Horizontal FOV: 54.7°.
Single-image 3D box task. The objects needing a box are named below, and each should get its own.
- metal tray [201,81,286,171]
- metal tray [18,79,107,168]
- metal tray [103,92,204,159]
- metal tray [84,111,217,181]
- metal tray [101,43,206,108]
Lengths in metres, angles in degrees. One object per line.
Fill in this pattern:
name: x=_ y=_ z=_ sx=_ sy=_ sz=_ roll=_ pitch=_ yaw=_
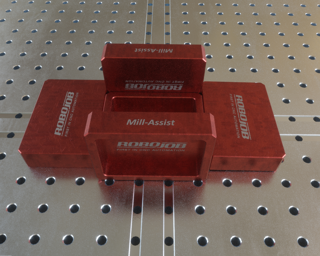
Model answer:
metal tray: x=0.102 y=-0.007 z=0.409 sx=0.091 sy=0.030 sz=0.130 roll=2 pitch=50 yaw=-1
metal tray: x=-0.120 y=-0.010 z=0.411 sx=0.091 sy=0.030 sz=0.130 roll=1 pitch=50 yaw=0
metal tray: x=-0.009 y=-0.005 z=0.406 sx=0.131 sy=0.030 sz=0.090 roll=1 pitch=50 yaw=0
metal tray: x=-0.010 y=0.023 z=0.344 sx=0.131 sy=0.089 sz=0.030 roll=1 pitch=50 yaw=0
metal tray: x=-0.008 y=-0.069 z=0.423 sx=0.131 sy=0.089 sz=0.030 roll=1 pitch=50 yaw=0
